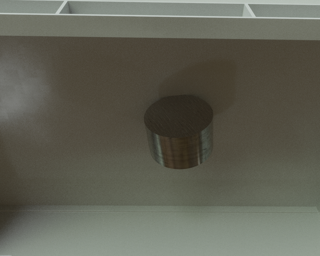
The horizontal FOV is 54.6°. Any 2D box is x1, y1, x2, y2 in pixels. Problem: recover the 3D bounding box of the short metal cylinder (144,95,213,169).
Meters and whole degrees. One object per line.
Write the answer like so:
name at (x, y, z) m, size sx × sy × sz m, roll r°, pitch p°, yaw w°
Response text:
short metal cylinder at (0.024, 0.003, 0.376) m, size 0.080 × 0.080 × 0.050 m, roll -5°, pitch 130°, yaw 4°
